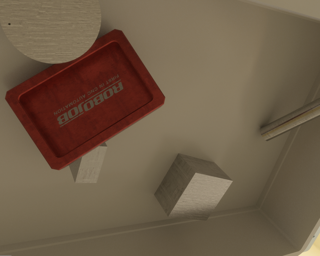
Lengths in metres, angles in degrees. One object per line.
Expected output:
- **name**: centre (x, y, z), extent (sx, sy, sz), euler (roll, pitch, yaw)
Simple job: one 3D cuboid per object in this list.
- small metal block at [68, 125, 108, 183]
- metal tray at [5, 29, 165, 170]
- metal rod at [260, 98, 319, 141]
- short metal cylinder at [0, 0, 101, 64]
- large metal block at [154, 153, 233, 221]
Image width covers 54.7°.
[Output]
- **small metal block**: centre (-0.087, 0.029, 0.364), extent (0.025, 0.050, 0.050), euler (6, 116, -32)
- **metal tray**: centre (-0.072, -0.029, 0.317), extent (0.131, 0.030, 0.090), euler (-33, 91, -7)
- **metal rod**: centre (0.276, -0.056, 0.430), extent (0.025, 0.025, 0.299), euler (24, 137, -37)
- **short metal cylinder**: centre (-0.099, -0.104, 0.275), extent (0.081, 0.050, 0.079), euler (-14, 125, -21)
- **large metal block**: centre (0.051, 0.093, 0.480), extent (0.081, 0.050, 0.080), euler (18, 109, -36)
